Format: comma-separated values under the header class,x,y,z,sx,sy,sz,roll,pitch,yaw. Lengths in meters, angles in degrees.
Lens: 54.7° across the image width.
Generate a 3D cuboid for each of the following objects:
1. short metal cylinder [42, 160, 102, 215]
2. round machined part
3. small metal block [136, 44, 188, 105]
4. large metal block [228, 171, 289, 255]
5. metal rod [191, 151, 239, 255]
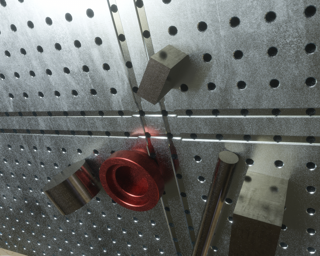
class,x,y,z,sx,sy,sz,roll,pitch,yaw
short metal cylinder,-0.142,0.096,0.508,0.080,0.080,0.050,-22,106,36
round machined part,-0.038,0.074,0.464,0.098,0.042,0.097,13,124,20
small metal block,0.002,-0.062,0.355,0.025,0.050,0.050,31,128,8
large metal block,0.121,0.113,0.381,0.050,0.080,0.079,11,123,22
metal rod,0.070,0.159,0.471,0.025,0.025,0.298,19,126,17
